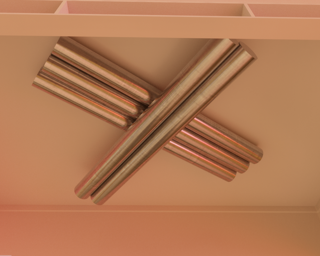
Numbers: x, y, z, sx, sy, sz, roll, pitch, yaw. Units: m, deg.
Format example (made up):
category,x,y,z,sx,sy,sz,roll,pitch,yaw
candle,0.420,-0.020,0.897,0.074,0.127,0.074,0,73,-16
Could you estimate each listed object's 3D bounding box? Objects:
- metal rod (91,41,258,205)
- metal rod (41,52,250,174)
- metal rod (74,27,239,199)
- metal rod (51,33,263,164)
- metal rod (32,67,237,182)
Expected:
category,x,y,z,sx,sy,sz,roll,pitch,yaw
metal rod,-0.002,0.013,0.385,0.025,0.025,0.299,30,124,-23
metal rod,-0.002,-0.009,0.399,0.301,0.025,0.025,28,125,-22
metal rod,-0.023,0.002,0.376,0.025,0.025,0.299,30,124,-23
metal rod,0.014,-0.025,0.386,0.301,0.025,0.025,28,125,-22
metal rod,-0.017,0.005,0.411,0.301,0.025,0.025,28,125,-22
